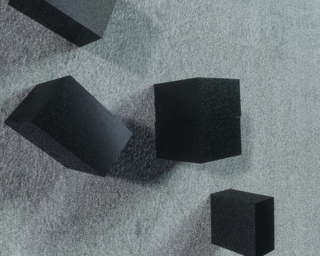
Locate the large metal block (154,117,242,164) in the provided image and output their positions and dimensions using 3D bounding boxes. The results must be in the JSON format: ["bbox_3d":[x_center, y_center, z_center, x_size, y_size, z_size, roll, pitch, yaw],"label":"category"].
[{"bbox_3d":[0.050,0.013,0.414,0.081,0.080,0.050,-6,94,-40],"label":"large metal block"}]

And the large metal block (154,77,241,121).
[{"bbox_3d":[0.049,-0.037,0.413,0.081,0.080,0.050,-6,94,-40],"label":"large metal block"}]

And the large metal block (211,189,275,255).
[{"bbox_3d":[0.126,0.144,0.478,0.050,0.080,0.079,-2,92,-40],"label":"large metal block"}]

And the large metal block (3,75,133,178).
[{"bbox_3d":[-0.088,0.000,0.296,0.080,0.080,0.050,46,63,-31],"label":"large metal block"}]

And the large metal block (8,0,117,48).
[{"bbox_3d":[-0.091,-0.141,0.313,0.080,0.050,0.080,27,73,-37],"label":"large metal block"}]
